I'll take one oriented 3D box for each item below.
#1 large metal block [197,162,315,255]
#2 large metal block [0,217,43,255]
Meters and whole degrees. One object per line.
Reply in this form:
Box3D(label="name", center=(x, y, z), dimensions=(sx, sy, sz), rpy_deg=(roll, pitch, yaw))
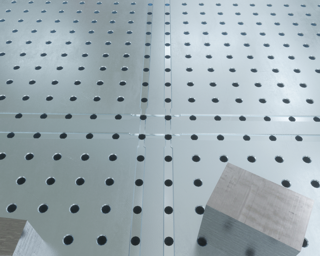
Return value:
Box3D(label="large metal block", center=(0.087, 0.090, 0.298), dimensions=(0.080, 0.080, 0.050), rpy_deg=(24, 54, 18))
Box3D(label="large metal block", center=(-0.167, 0.128, 0.282), dimensions=(0.080, 0.050, 0.080), rpy_deg=(5, 50, 4))
